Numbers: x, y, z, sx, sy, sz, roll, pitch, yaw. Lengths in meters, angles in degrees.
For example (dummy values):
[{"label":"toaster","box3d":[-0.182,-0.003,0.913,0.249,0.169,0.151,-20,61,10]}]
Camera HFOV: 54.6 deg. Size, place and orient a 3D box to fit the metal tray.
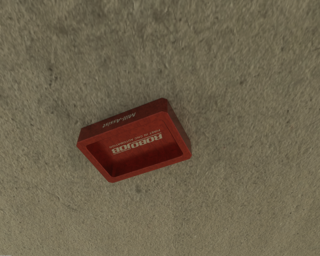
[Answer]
[{"label":"metal tray","box3d":[-0.033,0.021,0.421,0.130,0.030,0.090,-20,128,16]}]
